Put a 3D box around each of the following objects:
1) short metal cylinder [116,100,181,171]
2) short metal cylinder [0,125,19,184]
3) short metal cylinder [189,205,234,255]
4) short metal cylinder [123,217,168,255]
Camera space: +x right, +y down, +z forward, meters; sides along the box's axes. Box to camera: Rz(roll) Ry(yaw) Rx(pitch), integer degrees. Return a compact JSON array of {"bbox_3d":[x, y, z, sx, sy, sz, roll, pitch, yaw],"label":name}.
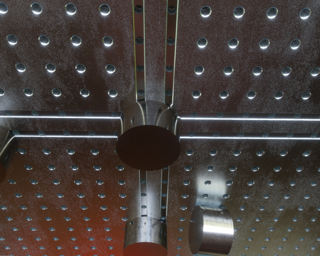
[{"bbox_3d":[-0.014,0.011,0.404,0.081,0.050,0.079,-1,130,0],"label":"short metal cylinder"},{"bbox_3d":[-0.243,0.036,0.422,0.081,0.050,0.079,0,130,0],"label":"short metal cylinder"},{"bbox_3d":[0.085,0.175,0.526,0.050,0.080,0.079,10,129,-9],"label":"short metal cylinder"},{"bbox_3d":[-0.026,0.208,0.573,0.081,0.050,0.079,0,130,0],"label":"short metal cylinder"}]
